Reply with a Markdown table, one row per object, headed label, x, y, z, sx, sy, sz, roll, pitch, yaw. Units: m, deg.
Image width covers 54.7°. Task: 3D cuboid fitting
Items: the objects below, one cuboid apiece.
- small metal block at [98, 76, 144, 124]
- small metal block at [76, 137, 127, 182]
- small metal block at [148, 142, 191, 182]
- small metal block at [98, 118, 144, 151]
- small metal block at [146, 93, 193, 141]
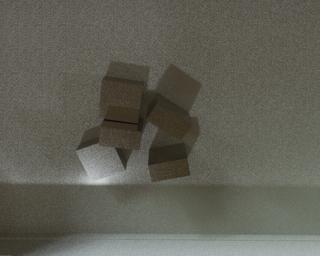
| label | x | y | z | sx | sy | sz | roll | pitch | yaw |
| --- | --- | --- | --- | --- | --- | --- | --- | --- | --- |
| small metal block | -0.049 | -0.036 | 0.397 | 0.050 | 0.025 | 0.050 | 8 | 110 | -3 |
| small metal block | -0.079 | 0.040 | 0.425 | 0.050 | 0.025 | 0.050 | -19 | 109 | 7 |
| small metal block | 0.012 | 0.045 | 0.414 | 0.050 | 0.050 | 0.025 | -11 | 110 | 4 |
| small metal block | -0.049 | 0.004 | 0.399 | 0.050 | 0.050 | 0.025 | 8 | 110 | -3 |
| small metal block | 0.011 | -0.015 | 0.392 | 0.050 | 0.050 | 0.025 | 32 | 107 | -11 |
